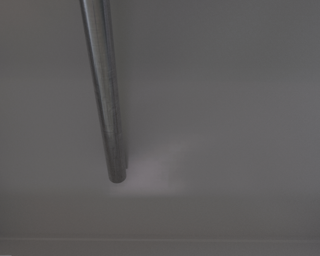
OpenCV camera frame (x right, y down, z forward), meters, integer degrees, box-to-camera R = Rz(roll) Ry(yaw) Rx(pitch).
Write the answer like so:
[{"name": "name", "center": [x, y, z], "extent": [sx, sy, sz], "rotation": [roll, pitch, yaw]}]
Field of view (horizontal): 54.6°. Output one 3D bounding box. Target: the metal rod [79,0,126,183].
[{"name": "metal rod", "center": [-0.057, -0.036, 0.330], "extent": [0.025, 0.025, 0.298], "rotation": [1, 136, -1]}]
